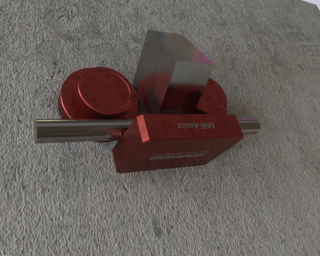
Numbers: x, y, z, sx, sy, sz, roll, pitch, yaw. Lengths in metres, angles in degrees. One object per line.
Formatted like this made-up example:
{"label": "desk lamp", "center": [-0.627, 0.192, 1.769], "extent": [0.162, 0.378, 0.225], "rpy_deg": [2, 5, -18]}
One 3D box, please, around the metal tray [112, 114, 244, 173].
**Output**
{"label": "metal tray", "center": [0.020, 0.019, 0.364], "extent": [0.131, 0.090, 0.030], "rpy_deg": [-1, 63, -29]}

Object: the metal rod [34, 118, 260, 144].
{"label": "metal rod", "center": [0.007, 0.000, 0.384], "extent": [0.303, 0.025, 0.025], "rpy_deg": [-1, 63, -29]}

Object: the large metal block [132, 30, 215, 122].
{"label": "large metal block", "center": [0.012, -0.064, 0.383], "extent": [0.050, 0.079, 0.080], "rpy_deg": [-2, 39, -30]}

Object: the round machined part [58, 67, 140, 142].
{"label": "round machined part", "center": [-0.070, -0.035, 0.377], "extent": [0.099, 0.042, 0.098], "rpy_deg": [14, 56, -21]}

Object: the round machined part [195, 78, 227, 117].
{"label": "round machined part", "center": [0.057, -0.038, 0.449], "extent": [0.099, 0.042, 0.098], "rpy_deg": [14, 56, -21]}
